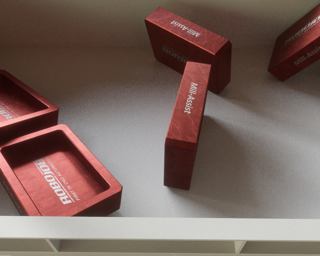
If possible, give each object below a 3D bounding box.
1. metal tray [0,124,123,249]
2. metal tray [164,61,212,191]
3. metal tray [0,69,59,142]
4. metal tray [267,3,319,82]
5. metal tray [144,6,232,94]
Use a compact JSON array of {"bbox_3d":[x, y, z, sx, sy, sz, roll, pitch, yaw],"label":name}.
[{"bbox_3d":[-0.114,0.053,0.335,0.091,0.030,0.130,-22,48,-36],"label":"metal tray"},{"bbox_3d":[0.033,-0.004,0.366,0.030,0.089,0.130,10,51,8],"label":"metal tray"},{"bbox_3d":[-0.209,-0.031,0.403,0.130,0.030,0.091,32,34,23],"label":"metal tray"},{"bbox_3d":[0.221,-0.134,0.450,0.030,0.129,0.090,34,57,-11],"label":"metal tray"},{"bbox_3d":[0.042,-0.112,0.454,0.130,0.090,0.030,35,74,25],"label":"metal tray"}]
